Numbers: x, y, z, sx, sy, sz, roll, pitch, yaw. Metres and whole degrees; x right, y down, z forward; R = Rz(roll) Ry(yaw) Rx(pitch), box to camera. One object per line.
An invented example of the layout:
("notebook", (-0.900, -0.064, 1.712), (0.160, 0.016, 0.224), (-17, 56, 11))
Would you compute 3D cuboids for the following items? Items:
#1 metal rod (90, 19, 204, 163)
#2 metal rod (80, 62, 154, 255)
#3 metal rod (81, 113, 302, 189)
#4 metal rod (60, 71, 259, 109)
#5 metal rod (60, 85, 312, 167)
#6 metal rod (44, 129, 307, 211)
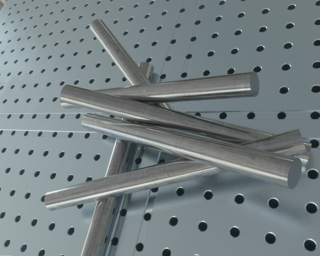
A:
("metal rod", (-0.027, -0.061, 0.431), (0.025, 0.025, 0.300), (-38, 60, 3))
("metal rod", (-0.053, 0.038, 0.413), (0.025, 0.025, 0.300), (-1, 61, 28))
("metal rod", (0.001, 0.013, 0.345), (0.300, 0.025, 0.025), (12, 68, 45))
("metal rod", (-0.026, -0.042, 0.395), (0.300, 0.025, 0.025), (0, 61, 37))
("metal rod", (0.013, -0.009, 0.364), (0.301, 0.025, 0.025), (15, 69, 19))
("metal rod", (-0.001, 0.052, 0.342), (0.300, 0.025, 0.025), (-16, 55, 19))
